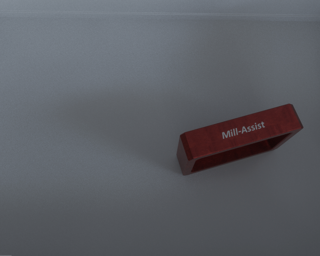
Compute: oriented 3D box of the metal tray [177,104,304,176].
[{"bbox_3d":[0.088,0.017,0.369,0.131,0.090,0.030,-15,71,-6],"label":"metal tray"}]
